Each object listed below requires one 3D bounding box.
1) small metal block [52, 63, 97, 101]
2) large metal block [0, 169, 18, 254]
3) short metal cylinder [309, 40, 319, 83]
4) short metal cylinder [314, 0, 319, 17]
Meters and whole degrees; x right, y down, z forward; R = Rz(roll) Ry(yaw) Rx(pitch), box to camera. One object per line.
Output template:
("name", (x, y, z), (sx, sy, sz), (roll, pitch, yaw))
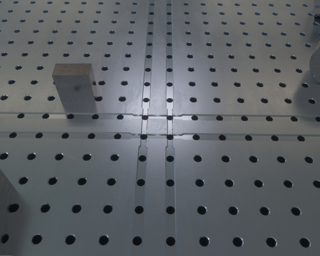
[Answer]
("small metal block", (-0.121, -0.065, 0.445), (0.050, 0.050, 0.025), (0, 50, 0))
("large metal block", (-0.204, 0.090, 0.314), (0.081, 0.050, 0.080), (-2, 50, -2))
("short metal cylinder", (0.273, -0.106, 0.463), (0.080, 0.080, 0.050), (26, 55, 20))
("short metal cylinder", (0.332, -0.250, 0.585), (0.050, 0.080, 0.080), (8, 51, 7))
